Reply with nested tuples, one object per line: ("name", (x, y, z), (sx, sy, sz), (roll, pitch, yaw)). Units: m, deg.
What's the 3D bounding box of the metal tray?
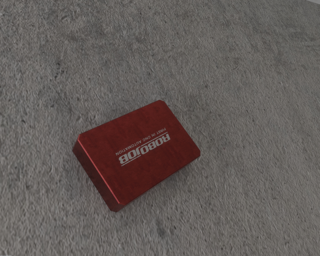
("metal tray", (-0.024, 0.027, 0.371), (0.131, 0.030, 0.090), (-27, 77, -37))
